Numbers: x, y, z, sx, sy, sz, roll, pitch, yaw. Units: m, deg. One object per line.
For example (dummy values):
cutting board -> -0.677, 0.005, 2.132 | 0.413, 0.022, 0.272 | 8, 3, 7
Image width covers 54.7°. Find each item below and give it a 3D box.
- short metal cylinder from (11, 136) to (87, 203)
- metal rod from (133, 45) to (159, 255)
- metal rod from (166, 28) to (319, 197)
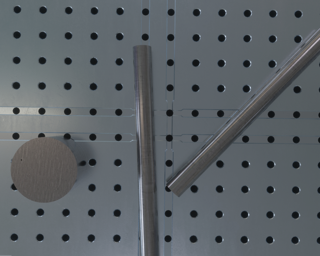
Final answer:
short metal cylinder -> -0.140, 0.051, 0.400 | 0.081, 0.050, 0.079 | 0, 90, 0
metal rod -> -0.018, 0.042, 0.413 | 0.025, 0.025, 0.298 | -2, 90, 0
metal rod -> 0.122, -0.023, 0.414 | 0.025, 0.025, 0.300 | 45, 90, 0
